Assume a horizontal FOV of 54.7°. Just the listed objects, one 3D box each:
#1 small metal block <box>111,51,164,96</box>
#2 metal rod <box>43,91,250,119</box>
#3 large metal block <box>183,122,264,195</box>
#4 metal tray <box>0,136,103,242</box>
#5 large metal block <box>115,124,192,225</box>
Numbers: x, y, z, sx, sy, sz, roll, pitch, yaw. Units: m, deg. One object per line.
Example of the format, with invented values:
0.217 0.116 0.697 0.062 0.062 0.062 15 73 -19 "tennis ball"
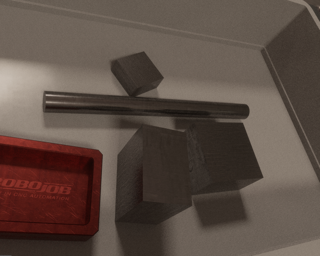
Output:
-0.032 -0.076 0.436 0.050 0.025 0.050 -28 77 -38 "small metal block"
0.001 -0.028 0.424 0.303 0.025 0.025 1 62 -28 "metal rod"
0.077 0.039 0.409 0.081 0.050 0.080 1 62 -28 "large metal block"
-0.125 0.058 0.299 0.131 0.030 0.090 11 57 -23 "metal tray"
-0.010 0.053 0.334 0.050 0.080 0.080 12 57 -22 "large metal block"
